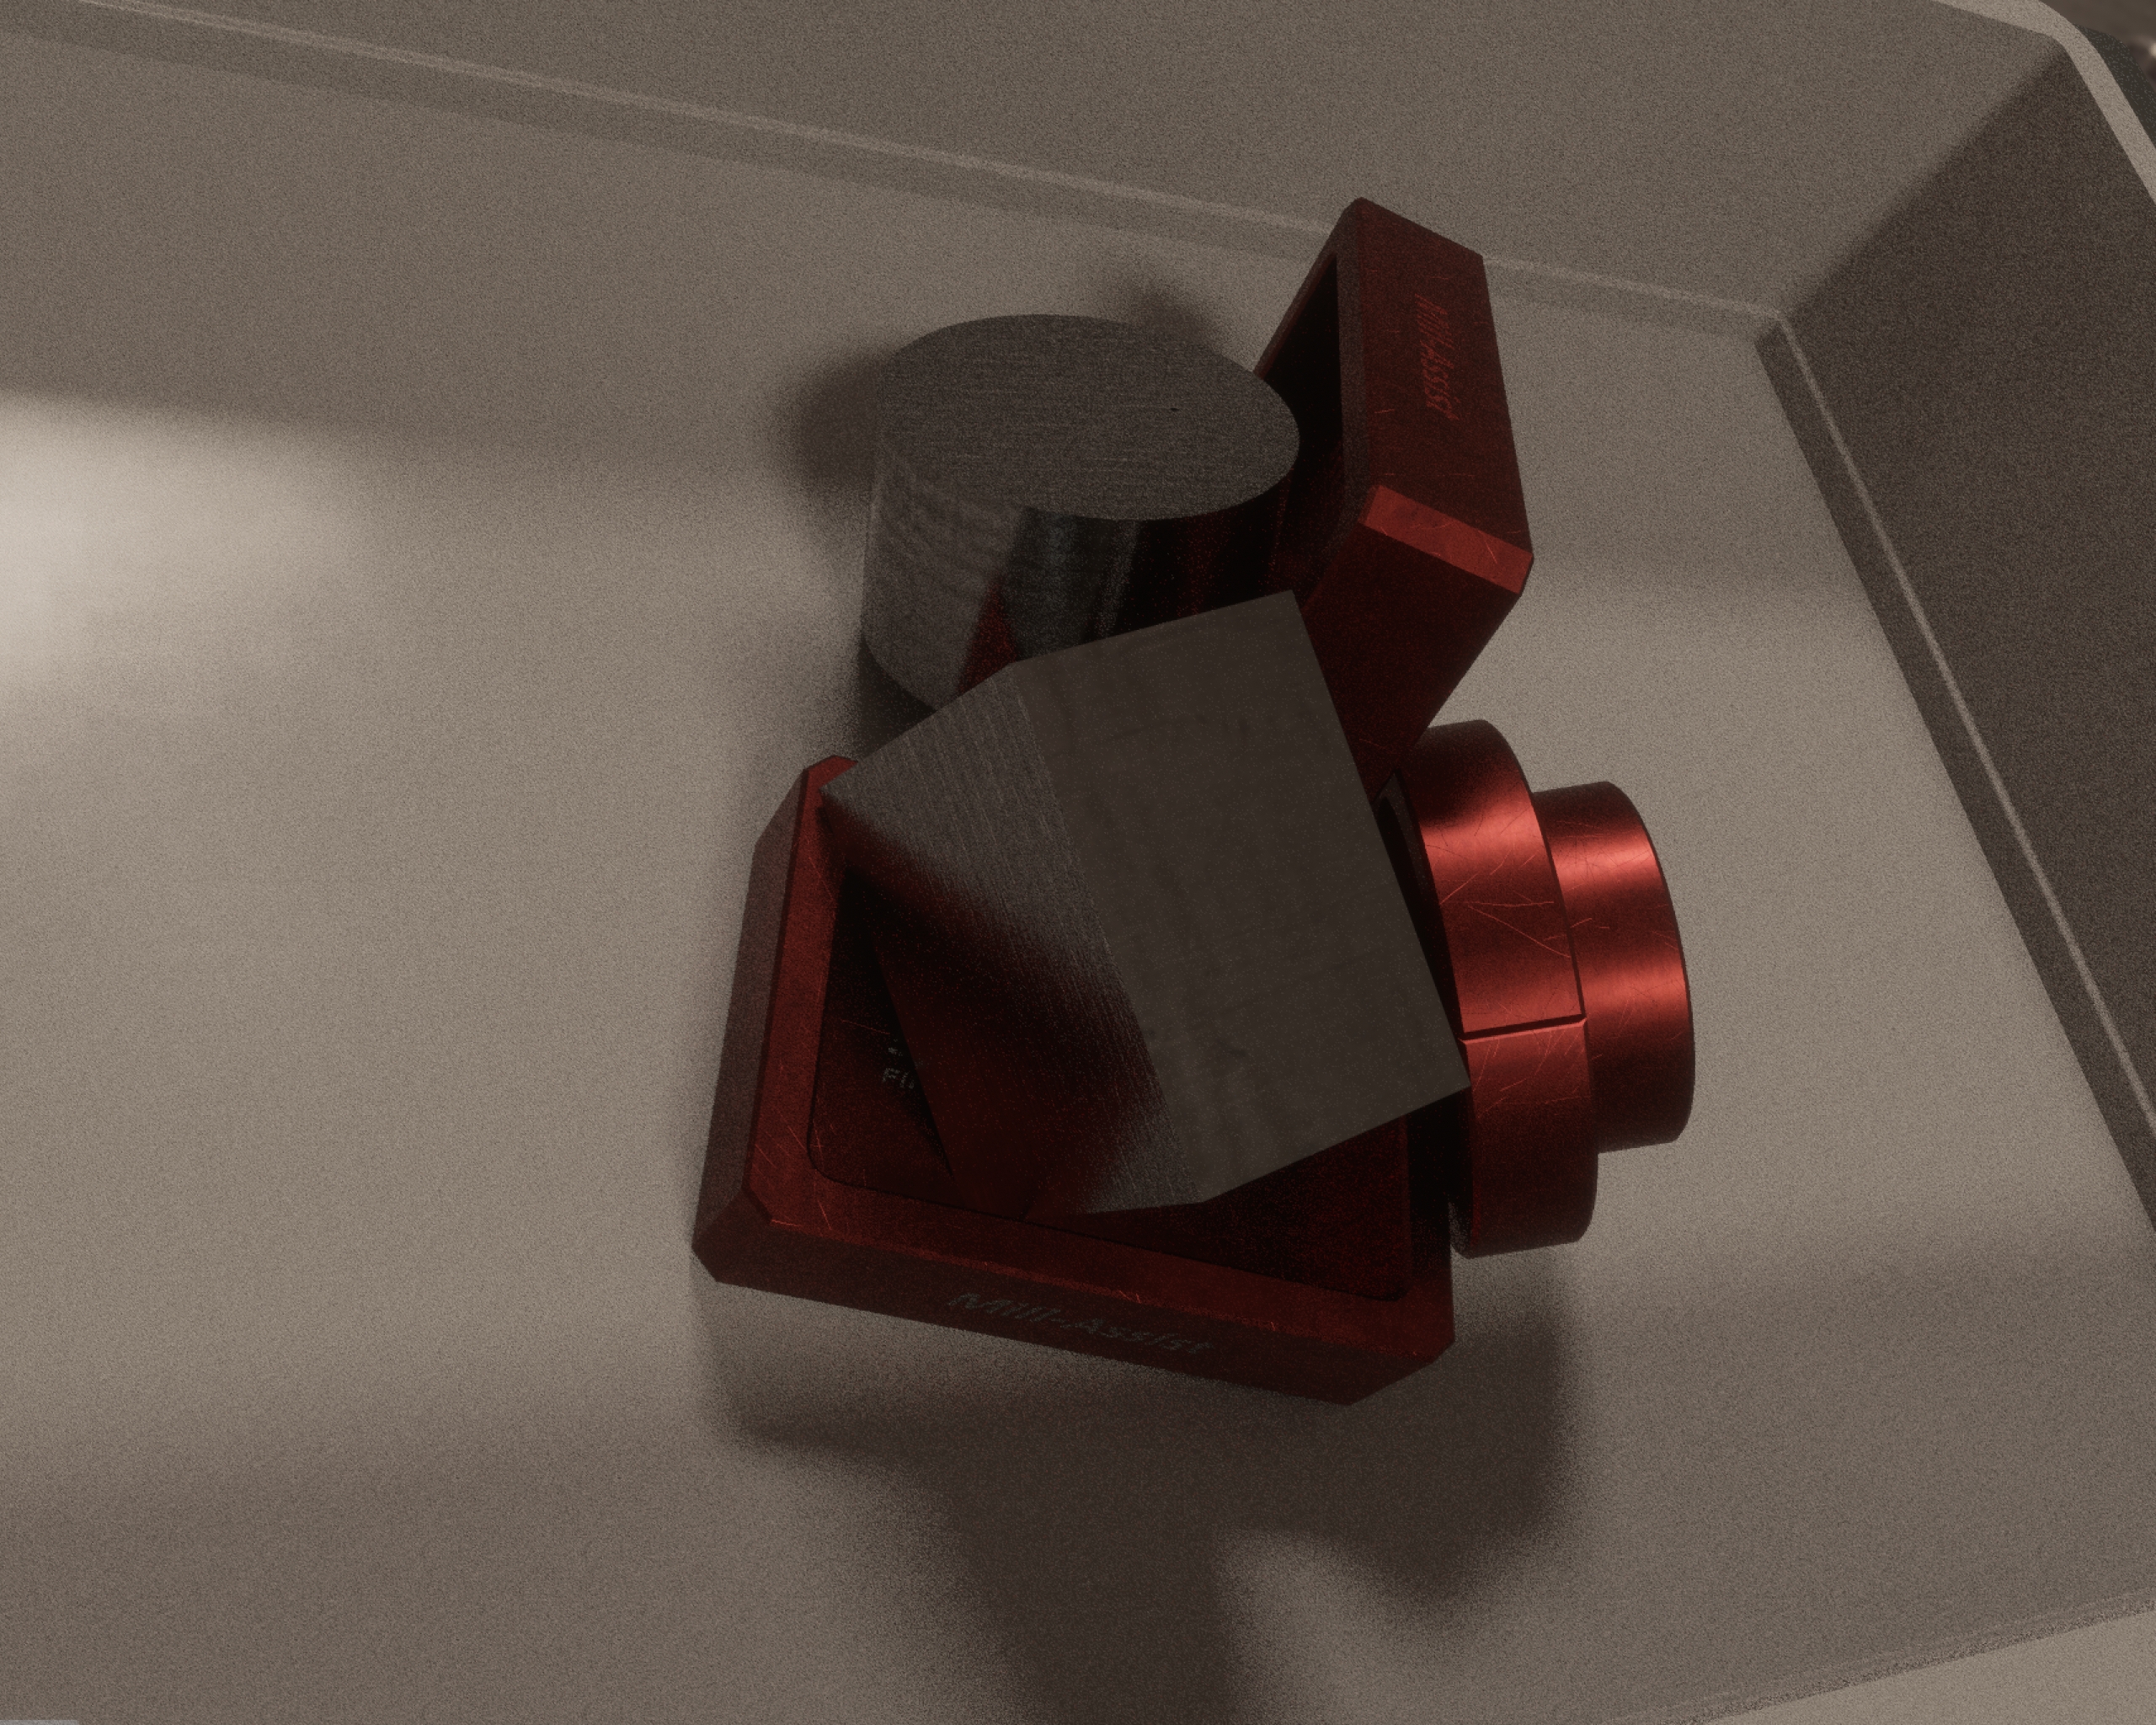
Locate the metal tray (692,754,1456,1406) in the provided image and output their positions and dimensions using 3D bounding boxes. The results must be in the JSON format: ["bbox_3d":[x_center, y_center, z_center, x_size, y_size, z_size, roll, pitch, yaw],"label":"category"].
[{"bbox_3d":[0.003,0.040,0.378,0.131,0.030,0.090,16,55,-19],"label":"metal tray"}]

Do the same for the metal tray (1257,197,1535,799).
[{"bbox_3d":[0.047,-0.062,0.407,0.030,0.089,0.130,22,38,-12],"label":"metal tray"}]

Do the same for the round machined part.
[{"bbox_3d":[0.083,0.021,0.386,0.042,0.098,0.098,-9,63,1],"label":"round machined part"}]

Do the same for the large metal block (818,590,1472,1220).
[{"bbox_3d":[0.007,0.010,0.338,0.050,0.080,0.080,-18,87,-29],"label":"large metal block"}]

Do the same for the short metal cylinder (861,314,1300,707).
[{"bbox_3d":[-0.001,-0.067,0.410,0.081,0.050,0.080,6,39,-4],"label":"short metal cylinder"}]
